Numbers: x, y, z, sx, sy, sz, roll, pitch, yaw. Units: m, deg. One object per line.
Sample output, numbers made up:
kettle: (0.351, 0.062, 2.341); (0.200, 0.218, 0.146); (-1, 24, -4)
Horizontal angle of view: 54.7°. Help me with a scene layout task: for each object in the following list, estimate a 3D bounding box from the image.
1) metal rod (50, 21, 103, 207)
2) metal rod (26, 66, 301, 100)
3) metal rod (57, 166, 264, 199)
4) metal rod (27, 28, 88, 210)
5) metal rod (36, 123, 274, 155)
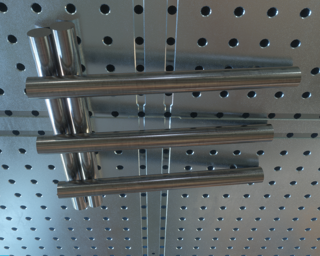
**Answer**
metal rod: (-0.104, 0.008, 0.416); (0.025, 0.025, 0.298); (1, 130, -1)
metal rod: (0.009, -0.052, 0.349); (0.302, 0.025, 0.025); (-3, 130, -6)
metal rod: (0.005, 0.080, 0.461); (0.302, 0.025, 0.025); (-3, 131, -6)
metal rod: (-0.129, 0.013, 0.420); (0.025, 0.025, 0.298); (1, 130, -1)
metal rod: (-0.001, 0.014, 0.403); (0.302, 0.025, 0.025); (-3, 131, -6)
